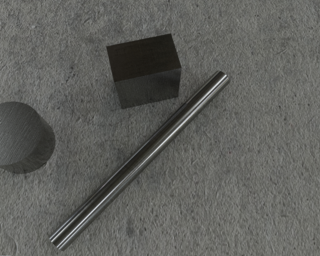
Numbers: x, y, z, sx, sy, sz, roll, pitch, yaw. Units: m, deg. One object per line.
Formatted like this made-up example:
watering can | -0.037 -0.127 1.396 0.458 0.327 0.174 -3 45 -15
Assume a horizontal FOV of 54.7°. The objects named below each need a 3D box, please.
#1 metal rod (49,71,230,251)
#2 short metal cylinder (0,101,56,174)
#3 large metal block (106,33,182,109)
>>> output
metal rod | -0.016 0.031 0.396 0.025 0.025 0.301 42 75 13
short metal cylinder | -0.180 0.013 0.389 0.081 0.050 0.080 0 70 0
large metal block | -0.020 -0.071 0.405 0.081 0.080 0.050 -13 71 -5
